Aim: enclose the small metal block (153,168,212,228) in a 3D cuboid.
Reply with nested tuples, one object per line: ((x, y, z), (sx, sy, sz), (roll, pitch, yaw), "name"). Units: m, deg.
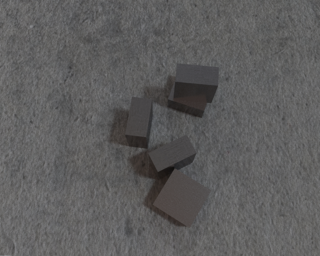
((0.027, 0.084, 0.375), (0.050, 0.025, 0.050), (31, 79, 10), "small metal block")

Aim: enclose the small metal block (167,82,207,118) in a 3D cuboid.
((0.043, -0.048, 0.426), (0.050, 0.025, 0.050), (19, 71, 6), "small metal block")

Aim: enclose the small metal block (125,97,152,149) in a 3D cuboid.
((-0.025, -0.005, 0.397), (0.025, 0.050, 0.050), (7, 70, 2), "small metal block")

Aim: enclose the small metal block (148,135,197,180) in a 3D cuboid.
((0.014, 0.037, 0.381), (0.050, 0.050, 0.025), (-25, 72, -9), "small metal block")

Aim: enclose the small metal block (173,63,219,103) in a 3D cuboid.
((0.044, -0.055, 0.389), (0.050, 0.050, 0.025), (6, 70, 1), "small metal block")
